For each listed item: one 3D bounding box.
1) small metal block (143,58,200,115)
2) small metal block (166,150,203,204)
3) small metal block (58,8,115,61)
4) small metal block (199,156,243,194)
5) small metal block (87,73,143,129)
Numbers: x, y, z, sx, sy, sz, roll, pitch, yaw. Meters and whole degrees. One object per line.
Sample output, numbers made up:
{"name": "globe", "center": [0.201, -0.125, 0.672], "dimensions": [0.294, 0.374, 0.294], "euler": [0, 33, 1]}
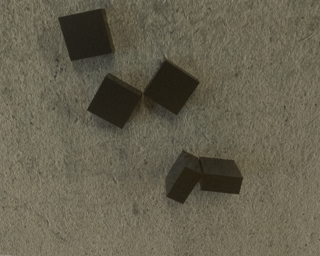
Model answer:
{"name": "small metal block", "center": [0.014, -0.052, 0.390], "dimensions": [0.050, 0.025, 0.050], "euler": [31, 107, -11]}
{"name": "small metal block", "center": [0.031, 0.066, 0.421], "dimensions": [0.025, 0.050, 0.050], "euler": [26, 108, -9]}
{"name": "small metal block", "center": [-0.086, -0.111, 0.368], "dimensions": [0.050, 0.025, 0.050], "euler": [-11, 110, 3]}
{"name": "small metal block", "center": [0.079, 0.063, 0.420], "dimensions": [0.050, 0.050, 0.025], "euler": [7, 110, -3]}
{"name": "small metal block", "center": [-0.057, -0.035, 0.396], "dimensions": [0.050, 0.025, 0.050], "euler": [29, 107, -11]}
